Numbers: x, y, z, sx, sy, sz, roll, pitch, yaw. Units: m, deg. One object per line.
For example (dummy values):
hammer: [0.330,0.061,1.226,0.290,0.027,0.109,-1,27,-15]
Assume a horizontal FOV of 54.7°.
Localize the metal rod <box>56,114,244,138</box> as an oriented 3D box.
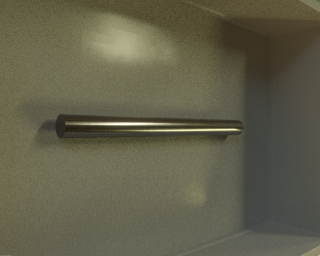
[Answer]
metal rod: [0.013,-0.001,0.417,0.302,0.025,0.025,0,90,-40]
